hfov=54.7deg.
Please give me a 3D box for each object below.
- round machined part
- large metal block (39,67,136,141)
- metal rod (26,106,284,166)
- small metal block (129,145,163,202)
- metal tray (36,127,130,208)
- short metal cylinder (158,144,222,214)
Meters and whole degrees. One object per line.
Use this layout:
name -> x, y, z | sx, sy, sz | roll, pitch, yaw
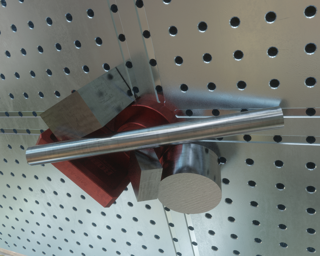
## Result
round machined part -> -0.021, 0.013, 0.421 | 0.098, 0.042, 0.097 | 13, 124, 20
large metal block -> -0.092, -0.028, 0.403 | 0.080, 0.080, 0.050 | -23, 106, 36
metal rod -> -0.015, 0.012, 0.363 | 0.301, 0.025, 0.025 | -9, 115, 10
small metal block -> -0.020, 0.053, 0.380 | 0.025, 0.050, 0.050 | -4, 125, -19
metal tray -> -0.095, 0.038, 0.440 | 0.130, 0.090, 0.030 | 40, 129, 1
short metal cylinder -> 0.038, 0.066, 0.399 | 0.080, 0.050, 0.079 | 4, 130, 5
